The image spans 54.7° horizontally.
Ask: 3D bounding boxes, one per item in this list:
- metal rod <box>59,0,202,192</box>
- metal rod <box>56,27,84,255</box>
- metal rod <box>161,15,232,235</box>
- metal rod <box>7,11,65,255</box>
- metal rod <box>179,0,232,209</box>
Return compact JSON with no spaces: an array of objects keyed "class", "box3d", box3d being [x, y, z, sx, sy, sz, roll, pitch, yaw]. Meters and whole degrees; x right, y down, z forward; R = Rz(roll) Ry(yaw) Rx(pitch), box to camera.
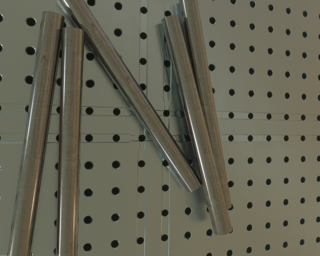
[{"class":"metal rod","box3d":[-0.033,-0.041,0.401,0.025,0.025,0.299,-37,102,-16]},{"class":"metal rod","box3d":[-0.107,0.034,0.368,0.025,0.025,0.298,2,91,-20]},{"class":"metal rod","box3d":[0.050,-0.003,0.421,0.025,0.025,0.298,-14,91,-20]},{"class":"metal rod","box3d":[-0.144,0.015,0.359,0.025,0.025,0.298,8,87,-20]},{"class":"metal rod","box3d":[0.065,-0.032,0.437,0.025,0.025,0.298,-12,94,-20]}]
